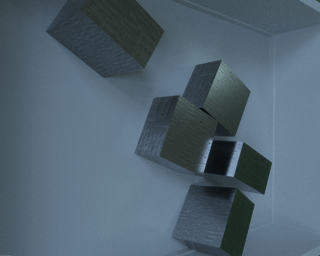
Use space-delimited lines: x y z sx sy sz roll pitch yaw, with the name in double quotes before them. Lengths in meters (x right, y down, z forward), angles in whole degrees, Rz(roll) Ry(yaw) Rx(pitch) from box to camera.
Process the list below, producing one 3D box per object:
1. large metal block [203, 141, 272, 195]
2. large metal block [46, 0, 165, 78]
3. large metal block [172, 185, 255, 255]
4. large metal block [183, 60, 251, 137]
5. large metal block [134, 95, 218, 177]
"large metal block" 0.106 0.057 0.462 0.080 0.080 0.050 31 71 -36
"large metal block" -0.057 -0.101 0.324 0.080 0.080 0.050 39 66 -34
"large metal block" 0.075 0.129 0.431 0.050 0.080 0.080 43 58 -32
"large metal block" 0.082 -0.042 0.462 0.080 0.050 0.080 37 67 -34
"large metal block" 0.024 0.012 0.412 0.080 0.050 0.080 30 72 -36
